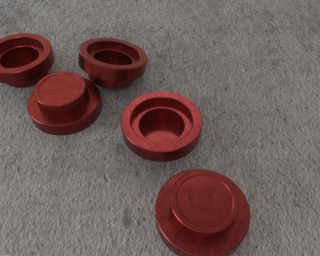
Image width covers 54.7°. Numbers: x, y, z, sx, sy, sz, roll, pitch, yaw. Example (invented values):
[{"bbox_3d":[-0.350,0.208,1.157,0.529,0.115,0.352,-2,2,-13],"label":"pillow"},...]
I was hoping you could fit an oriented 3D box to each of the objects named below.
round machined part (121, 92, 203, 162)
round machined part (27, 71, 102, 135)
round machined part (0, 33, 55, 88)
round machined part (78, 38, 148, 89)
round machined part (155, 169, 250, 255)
[{"bbox_3d":[0.002,0.002,0.390,0.099,0.042,0.098,0,50,0],"label":"round machined part"},{"bbox_3d":[-0.132,-0.041,0.425,0.099,0.042,0.098,0,50,0],"label":"round machined part"},{"bbox_3d":[-0.211,-0.100,0.474,0.099,0.042,0.098,0,50,0],"label":"round machined part"},{"bbox_3d":[-0.070,-0.093,0.459,0.099,0.042,0.098,9,38,-7],"label":"round machined part"},{"bbox_3d":[0.044,0.084,0.322,0.099,0.042,0.098,0,50,0],"label":"round machined part"}]
